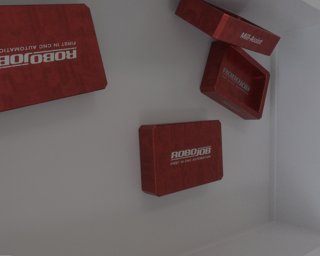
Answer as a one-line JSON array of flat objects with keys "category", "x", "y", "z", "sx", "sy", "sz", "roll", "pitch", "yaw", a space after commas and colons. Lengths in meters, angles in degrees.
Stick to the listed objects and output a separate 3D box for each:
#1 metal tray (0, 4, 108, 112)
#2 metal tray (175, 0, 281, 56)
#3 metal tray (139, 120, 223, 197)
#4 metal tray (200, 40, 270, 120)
[{"category": "metal tray", "x": -0.123, "y": -0.069, "z": 0.300, "sx": 0.131, "sy": 0.030, "sz": 0.089, "roll": -20, "pitch": 103, "yaw": -38}, {"category": "metal tray", "x": 0.096, "y": -0.143, "z": 0.432, "sx": 0.131, "sy": 0.090, "sz": 0.030, "roll": 1, "pitch": 125, "yaw": -41}, {"category": "metal tray", "x": 0.034, "y": 0.037, "z": 0.432, "sx": 0.131, "sy": 0.030, "sz": 0.089, "roll": -5, "pitch": 93, "yaw": -40}, {"category": "metal tray", "x": 0.128, "y": -0.076, "z": 0.509, "sx": 0.131, "sy": 0.030, "sz": 0.090, "roll": 25, "pitch": 75, "yaw": -37}]
